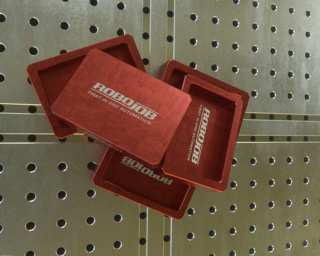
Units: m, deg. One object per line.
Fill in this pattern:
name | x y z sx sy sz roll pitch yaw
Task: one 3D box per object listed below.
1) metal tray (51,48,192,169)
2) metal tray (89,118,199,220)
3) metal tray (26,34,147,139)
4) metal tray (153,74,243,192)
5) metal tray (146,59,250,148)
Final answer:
metal tray | -0.041 -0.023 0.351 0.130 0.030 0.090 27 72 4
metal tray | -0.013 0.054 0.405 0.131 0.030 0.090 28 81 -18
metal tray | -0.081 -0.052 0.380 0.131 0.030 0.090 -24 98 -18
metal tray | 0.051 0.008 0.395 0.090 0.030 0.130 21 71 -19
metal tray | 0.052 -0.027 0.428 0.131 0.030 0.090 20 83 -18
